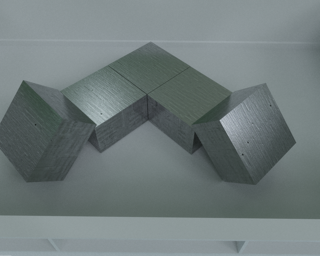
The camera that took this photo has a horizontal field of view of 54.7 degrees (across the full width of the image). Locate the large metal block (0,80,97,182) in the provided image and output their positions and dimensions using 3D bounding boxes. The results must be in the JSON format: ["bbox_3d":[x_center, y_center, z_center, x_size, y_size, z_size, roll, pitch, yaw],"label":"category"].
[{"bbox_3d":[-0.133,0.004,0.354,0.080,0.050,0.080,39,102,27],"label":"large metal block"}]

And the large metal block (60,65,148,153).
[{"bbox_3d":[-0.073,-0.027,0.409,0.080,0.050,0.080,-36,59,-27],"label":"large metal block"}]

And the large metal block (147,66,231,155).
[{"bbox_3d":[0.041,-0.025,0.408,0.080,0.050,0.080,-36,59,-27],"label":"large metal block"}]

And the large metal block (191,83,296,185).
[{"bbox_3d":[0.096,0.007,0.354,0.080,0.050,0.080,-36,102,-26],"label":"large metal block"}]

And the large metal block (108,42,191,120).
[{"bbox_3d":[-0.015,-0.070,0.445,0.080,0.050,0.080,-36,59,-27],"label":"large metal block"}]
